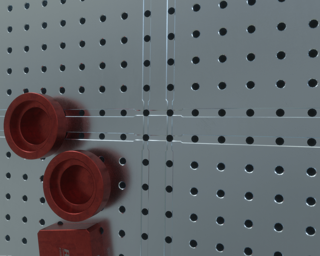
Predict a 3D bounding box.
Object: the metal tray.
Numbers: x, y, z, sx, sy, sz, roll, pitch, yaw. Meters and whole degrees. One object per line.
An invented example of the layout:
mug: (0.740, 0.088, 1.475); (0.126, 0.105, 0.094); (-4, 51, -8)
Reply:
metal tray: (-0.128, 0.210, 0.455); (0.090, 0.030, 0.129); (-8, 87, 19)

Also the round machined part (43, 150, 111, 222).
round machined part: (-0.113, 0.080, 0.444); (0.098, 0.042, 0.097); (0, 90, 20)

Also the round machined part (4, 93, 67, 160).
round machined part: (-0.182, -0.003, 0.468); (0.098, 0.042, 0.097); (0, 90, 20)
